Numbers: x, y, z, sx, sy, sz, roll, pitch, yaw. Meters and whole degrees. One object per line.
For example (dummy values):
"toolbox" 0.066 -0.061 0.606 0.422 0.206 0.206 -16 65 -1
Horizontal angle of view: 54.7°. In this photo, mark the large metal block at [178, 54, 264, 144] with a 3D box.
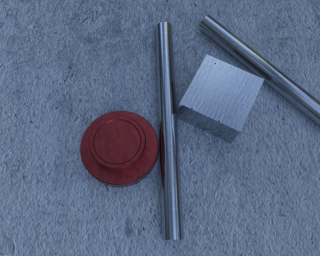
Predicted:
"large metal block" 0.078 -0.038 0.410 0.080 0.050 0.080 26 72 9

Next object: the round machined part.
"round machined part" -0.051 0.023 0.390 0.099 0.042 0.098 0 70 -1

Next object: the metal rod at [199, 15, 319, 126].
"metal rod" 0.173 -0.060 0.432 0.025 0.025 0.300 -43 76 -14

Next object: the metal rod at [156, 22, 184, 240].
"metal rod" 0.011 -0.010 0.411 0.025 0.025 0.299 -2 70 -1
